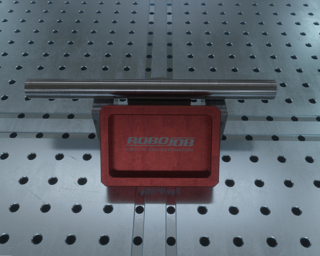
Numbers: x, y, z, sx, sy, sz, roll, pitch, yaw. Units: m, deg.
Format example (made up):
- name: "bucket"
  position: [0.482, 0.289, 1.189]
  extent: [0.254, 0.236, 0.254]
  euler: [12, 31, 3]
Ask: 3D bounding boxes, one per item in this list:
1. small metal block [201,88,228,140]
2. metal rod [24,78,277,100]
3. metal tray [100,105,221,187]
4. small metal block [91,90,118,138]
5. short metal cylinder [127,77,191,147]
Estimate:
- name: "small metal block"
  position: [0.069, -0.019, 0.408]
  extent: [0.025, 0.050, 0.050]
  euler: [-1, 50, 0]
- name: "metal rod"
  position: [-0.011, -0.048, 0.382]
  extent: [0.302, 0.025, 0.025]
  euler: [0, 50, 0]
- name: "metal tray"
  position: [0.000, 0.019, 0.352]
  extent: [0.131, 0.089, 0.030]
  euler: [0, 7, 0]
- name: "small metal block"
  position: [-0.070, -0.022, 0.409]
  extent: [0.025, 0.050, 0.050]
  euler: [-1, 50, 0]
- name: "short metal cylinder"
  position: [-0.001, -0.022, 0.409]
  extent: [0.080, 0.050, 0.080]
  euler: [0, 50, 0]
